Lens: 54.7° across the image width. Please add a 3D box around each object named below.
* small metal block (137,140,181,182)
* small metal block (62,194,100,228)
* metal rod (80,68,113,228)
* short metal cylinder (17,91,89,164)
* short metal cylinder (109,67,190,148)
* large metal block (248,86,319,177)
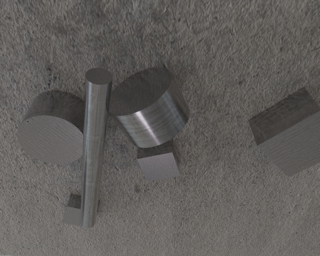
[{"bbox_3d":[-0.001,0.048,0.448,0.050,0.025,0.050,-12,129,9],"label":"small metal block"},{"bbox_3d":[-0.134,0.142,0.527,0.050,0.025,0.050,17,128,-14],"label":"small metal block"},{"bbox_3d":[-0.086,0.051,0.394,0.025,0.025,0.298,9,136,-8],"label":"metal rod"},{"bbox_3d":[-0.129,0.000,0.390,0.081,0.050,0.079,0,130,0],"label":"short metal cylinder"},{"bbox_3d":[-0.013,-0.024,0.351,0.080,0.080,0.050,-20,128,16],"label":"short metal cylinder"},{"bbox_3d":[0.175,0.007,0.399,0.080,0.050,0.080,-35,122,26],"label":"large metal block"}]
